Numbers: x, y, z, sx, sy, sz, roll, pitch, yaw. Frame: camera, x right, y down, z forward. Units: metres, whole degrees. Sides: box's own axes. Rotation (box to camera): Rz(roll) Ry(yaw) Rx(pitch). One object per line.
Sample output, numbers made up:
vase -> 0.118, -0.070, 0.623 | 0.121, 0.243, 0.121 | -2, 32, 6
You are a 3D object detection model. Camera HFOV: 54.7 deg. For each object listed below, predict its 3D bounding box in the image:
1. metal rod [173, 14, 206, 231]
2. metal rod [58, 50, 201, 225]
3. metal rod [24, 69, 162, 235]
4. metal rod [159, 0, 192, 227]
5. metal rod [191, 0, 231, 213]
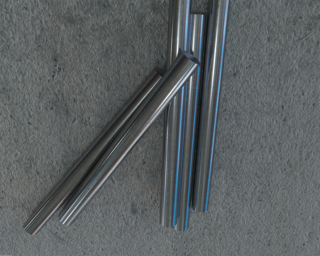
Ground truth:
metal rod -> 0.036, 0.007, 0.412 | 0.025, 0.025, 0.298 | 2, 110, -1
metal rod -> -0.052, 0.029, 0.394 | 0.025, 0.025, 0.299 | 34, 116, -12
metal rod -> -0.094, 0.042, 0.423 | 0.025, 0.025, 0.299 | 39, 105, -13
metal rod -> 0.017, -0.006, 0.389 | 0.025, 0.025, 0.298 | 2, 110, -1
metal rod -> 0.064, -0.023, 0.402 | 0.025, 0.025, 0.298 | 2, 110, -1
